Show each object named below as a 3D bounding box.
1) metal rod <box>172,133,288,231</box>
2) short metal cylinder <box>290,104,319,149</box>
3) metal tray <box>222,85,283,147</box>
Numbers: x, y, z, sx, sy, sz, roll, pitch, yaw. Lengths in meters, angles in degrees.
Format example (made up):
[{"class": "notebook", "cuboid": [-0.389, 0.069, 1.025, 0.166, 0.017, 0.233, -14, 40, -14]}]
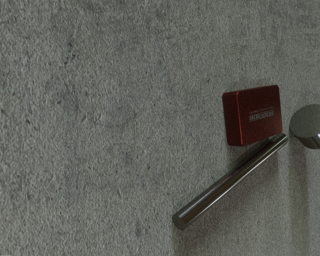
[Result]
[{"class": "metal rod", "cuboid": [0.133, 0.076, 0.519, 0.302, 0.025, 0.025, -27, 107, -37]}, {"class": "short metal cylinder", "cuboid": [0.319, -0.003, 0.641, 0.050, 0.080, 0.080, 38, 67, -34]}, {"class": "metal tray", "cuboid": [0.166, -0.025, 0.544, 0.131, 0.030, 0.089, -13, 99, -39]}]
